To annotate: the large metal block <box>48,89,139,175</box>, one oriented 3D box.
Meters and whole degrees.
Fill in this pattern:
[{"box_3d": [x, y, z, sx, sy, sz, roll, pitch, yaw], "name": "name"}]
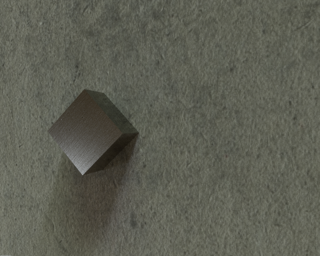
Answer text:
[{"box_3d": [-0.091, 0.005, 0.427, 0.080, 0.050, 0.080, -45, 76, 14], "name": "large metal block"}]
